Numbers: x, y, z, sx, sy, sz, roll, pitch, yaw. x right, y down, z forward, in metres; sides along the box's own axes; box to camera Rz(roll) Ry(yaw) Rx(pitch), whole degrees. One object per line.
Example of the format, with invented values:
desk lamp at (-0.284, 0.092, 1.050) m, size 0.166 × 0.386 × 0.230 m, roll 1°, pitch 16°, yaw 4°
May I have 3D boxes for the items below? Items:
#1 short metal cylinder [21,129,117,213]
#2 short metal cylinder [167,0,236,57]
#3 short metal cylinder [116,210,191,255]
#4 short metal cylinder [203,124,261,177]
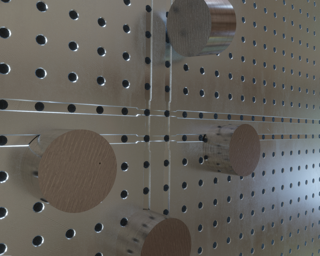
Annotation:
short metal cylinder at (-0.092, 0.041, 0.316) m, size 0.081 × 0.050 × 0.079 m, roll 0°, pitch 90°, yaw -40°
short metal cylinder at (0.055, -0.138, 0.418) m, size 0.050 × 0.080 × 0.079 m, roll -16°, pitch 100°, yaw -39°
short metal cylinder at (-0.007, 0.147, 0.387) m, size 0.081 × 0.050 × 0.079 m, roll 0°, pitch 90°, yaw -40°
short metal cylinder at (0.114, 0.033, 0.488) m, size 0.081 × 0.050 × 0.079 m, roll 0°, pitch 90°, yaw -40°
